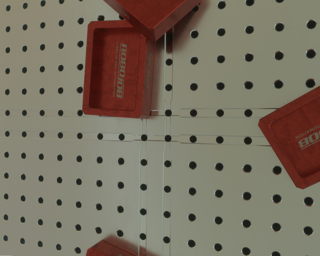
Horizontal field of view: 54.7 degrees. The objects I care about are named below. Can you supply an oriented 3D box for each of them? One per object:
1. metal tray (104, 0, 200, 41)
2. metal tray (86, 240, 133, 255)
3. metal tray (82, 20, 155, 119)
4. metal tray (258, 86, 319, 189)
[{"bbox_3d":[-0.023,-0.184,0.400,0.090,0.030,0.130,-44,76,-9],"label":"metal tray"},{"bbox_3d":[-0.048,0.225,0.425,0.130,0.030,0.089,18,96,18],"label":"metal tray"},{"bbox_3d":[-0.057,-0.080,0.428,0.090,0.030,0.129,5,92,19],"label":"metal tray"},{"bbox_3d":[0.189,-0.001,0.343,0.130,0.030,0.090,-32,80,17],"label":"metal tray"}]
